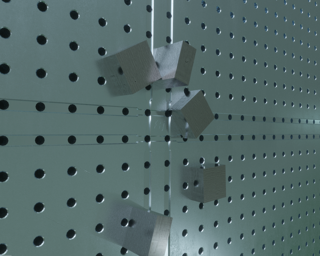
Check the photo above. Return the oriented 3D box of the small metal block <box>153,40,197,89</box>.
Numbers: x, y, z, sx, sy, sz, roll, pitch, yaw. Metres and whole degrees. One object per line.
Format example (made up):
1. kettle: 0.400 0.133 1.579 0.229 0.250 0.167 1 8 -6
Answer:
1. small metal block: 0.016 -0.081 0.405 0.025 0.050 0.050 21 77 -38

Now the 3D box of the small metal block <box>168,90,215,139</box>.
1. small metal block: 0.047 -0.020 0.447 0.050 0.025 0.050 -45 117 -31

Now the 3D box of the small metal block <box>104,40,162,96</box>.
1. small metal block: -0.032 -0.074 0.381 0.050 0.025 0.050 -36 112 -34

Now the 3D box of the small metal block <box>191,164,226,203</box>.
1. small metal block: 0.074 0.082 0.470 0.050 0.025 0.050 -3 92 -40

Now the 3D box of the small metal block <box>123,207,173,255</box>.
1. small metal block: -0.015 0.128 0.379 0.025 0.050 0.050 22 76 -38
